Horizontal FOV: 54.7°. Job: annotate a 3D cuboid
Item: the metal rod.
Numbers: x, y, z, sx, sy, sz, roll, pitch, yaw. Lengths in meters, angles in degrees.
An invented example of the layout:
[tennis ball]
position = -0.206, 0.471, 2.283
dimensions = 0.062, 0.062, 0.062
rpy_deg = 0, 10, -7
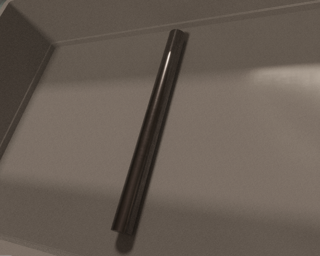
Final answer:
[metal rod]
position = -0.009, -0.012, 0.416
dimensions = 0.025, 0.025, 0.300
rpy_deg = 1, 62, 28
